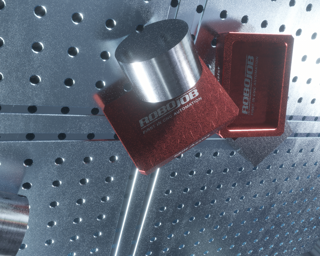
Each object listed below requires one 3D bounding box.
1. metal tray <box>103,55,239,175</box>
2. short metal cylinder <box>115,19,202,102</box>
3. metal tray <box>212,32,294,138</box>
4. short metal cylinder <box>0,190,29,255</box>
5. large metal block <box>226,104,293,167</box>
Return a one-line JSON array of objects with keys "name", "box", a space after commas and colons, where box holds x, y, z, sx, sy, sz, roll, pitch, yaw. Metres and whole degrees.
[{"name": "metal tray", "box": [0.012, -0.016, 0.362, 0.131, 0.090, 0.030, -31, 165, -6]}, {"name": "short metal cylinder", "box": [-0.001, -0.073, 0.330, 0.080, 0.080, 0.050, -33, 129, -7]}, {"name": "metal tray", "box": [0.118, -0.054, 0.400, 0.091, 0.030, 0.129, -1, 103, -10]}, {"name": "short metal cylinder", "box": [-0.188, 0.108, 0.340, 0.050, 0.080, 0.080, 26, 104, -37]}, {"name": "large metal block", "box": [0.145, 0.000, 0.474, 0.080, 0.050, 0.080, -43, 130, 2]}]
